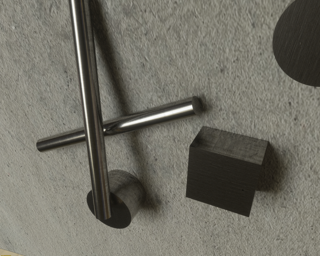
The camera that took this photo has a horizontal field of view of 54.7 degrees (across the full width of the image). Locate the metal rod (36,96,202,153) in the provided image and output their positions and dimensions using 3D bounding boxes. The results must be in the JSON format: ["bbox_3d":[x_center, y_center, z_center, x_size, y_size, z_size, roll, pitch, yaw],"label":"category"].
[{"bbox_3d":[-0.078,0.002,0.449,0.300,0.025,0.025,-13,112,33],"label":"metal rod"}]

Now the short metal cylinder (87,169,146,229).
[{"bbox_3d":[-0.069,0.114,0.498,0.080,0.050,0.079,13,124,21],"label":"short metal cylinder"}]

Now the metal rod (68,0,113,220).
[{"bbox_3d":[-0.089,-0.013,0.409,0.025,0.025,0.298,6,110,25],"label":"metal rod"}]

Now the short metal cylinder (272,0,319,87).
[{"bbox_3d":[0.142,-0.082,0.265,0.080,0.050,0.079,13,124,21],"label":"short metal cylinder"}]

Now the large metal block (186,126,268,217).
[{"bbox_3d":[0.080,0.052,0.380,0.080,0.050,0.079,14,124,20],"label":"large metal block"}]
